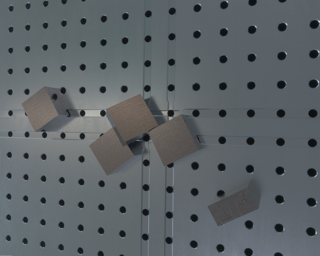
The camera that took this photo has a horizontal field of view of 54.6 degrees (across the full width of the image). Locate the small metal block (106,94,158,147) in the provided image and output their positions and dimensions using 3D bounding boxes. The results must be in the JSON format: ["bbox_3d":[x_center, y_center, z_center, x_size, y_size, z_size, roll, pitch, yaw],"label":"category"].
[{"bbox_3d":[-0.038,-0.010,0.414,0.050,0.025,0.050,-26,79,-17],"label":"small metal block"}]

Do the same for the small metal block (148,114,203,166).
[{"bbox_3d":[0.020,0.016,0.406,0.050,0.025,0.050,-28,81,18],"label":"small metal block"}]

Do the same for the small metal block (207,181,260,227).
[{"bbox_3d":[0.089,0.088,0.368,0.050,0.050,0.025,-30,80,17],"label":"small metal block"}]

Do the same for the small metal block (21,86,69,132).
[{"bbox_3d":[-0.176,-0.028,0.476,0.050,0.025,0.050,-32,80,17],"label":"small metal block"}]

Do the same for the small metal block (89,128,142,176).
[{"bbox_3d":[-0.063,0.031,0.435,0.050,0.025,0.050,-37,78,16],"label":"small metal block"}]
